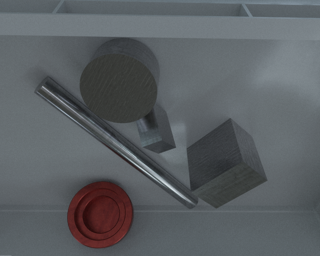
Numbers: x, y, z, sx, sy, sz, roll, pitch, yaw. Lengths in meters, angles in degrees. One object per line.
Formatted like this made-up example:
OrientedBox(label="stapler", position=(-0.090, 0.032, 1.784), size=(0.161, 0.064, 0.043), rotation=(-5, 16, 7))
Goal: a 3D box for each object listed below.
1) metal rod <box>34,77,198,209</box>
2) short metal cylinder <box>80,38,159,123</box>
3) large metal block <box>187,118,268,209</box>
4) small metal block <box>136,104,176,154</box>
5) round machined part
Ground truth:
OrientedBox(label="metal rod", position=(-0.043, 0.036, 0.439), size=(0.025, 0.025, 0.300), rotation=(-33, 123, 24))
OrientedBox(label="short metal cylinder", position=(-0.042, -0.052, 0.341), size=(0.080, 0.050, 0.079), rotation=(1, 123, 2))
OrientedBox(label="large metal block", position=(0.085, 0.047, 0.415), size=(0.050, 0.080, 0.080), rotation=(37, 121, -27))
OrientedBox(label="small metal block", position=(-0.006, 0.001, 0.381), size=(0.025, 0.050, 0.050), rotation=(-21, 160, 16))
OrientedBox(label="round machined part", position=(-0.090, 0.136, 0.485), size=(0.099, 0.098, 0.042), rotation=(-1, 159, 0))
